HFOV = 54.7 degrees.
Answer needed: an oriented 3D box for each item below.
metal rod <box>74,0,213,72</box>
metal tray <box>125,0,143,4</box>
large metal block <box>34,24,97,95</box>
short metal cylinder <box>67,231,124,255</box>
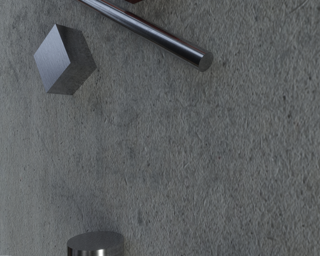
[{"bbox_3d":[-0.046,-0.153,0.442,0.300,0.025,0.025,38,113,33],"label":"metal rod"},{"bbox_3d":[-0.019,-0.246,0.417,0.090,0.030,0.129,-3,88,40],"label":"metal tray"},{"bbox_3d":[-0.161,-0.112,0.522,0.080,0.050,0.080,-38,67,33],"label":"large metal block"},{"bbox_3d":[-0.092,0.186,0.445,0.080,0.081,0.050,-2,89,40],"label":"short metal cylinder"}]
